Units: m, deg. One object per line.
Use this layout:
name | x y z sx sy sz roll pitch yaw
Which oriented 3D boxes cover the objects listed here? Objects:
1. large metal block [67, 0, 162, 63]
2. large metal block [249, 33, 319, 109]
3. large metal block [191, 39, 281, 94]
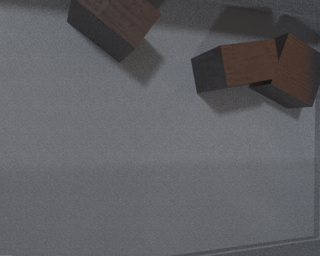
large metal block | -0.057 -0.128 0.360 0.080 0.080 0.050 37 78 -17
large metal block | 0.194 -0.083 0.468 0.080 0.050 0.080 24 82 -19
large metal block | 0.099 -0.081 0.417 0.081 0.080 0.050 -12 94 -20
